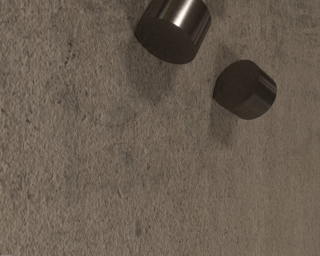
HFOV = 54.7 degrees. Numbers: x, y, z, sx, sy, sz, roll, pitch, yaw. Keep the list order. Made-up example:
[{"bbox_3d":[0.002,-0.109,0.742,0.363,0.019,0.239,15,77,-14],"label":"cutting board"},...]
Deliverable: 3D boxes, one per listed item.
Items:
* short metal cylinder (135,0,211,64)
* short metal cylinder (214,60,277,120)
[{"bbox_3d":[0.017,-0.125,0.385,0.080,0.080,0.050,39,66,-33],"label":"short metal cylinder"},{"bbox_3d":[0.132,-0.059,0.482,0.050,0.080,0.080,26,73,-37],"label":"short metal cylinder"}]
